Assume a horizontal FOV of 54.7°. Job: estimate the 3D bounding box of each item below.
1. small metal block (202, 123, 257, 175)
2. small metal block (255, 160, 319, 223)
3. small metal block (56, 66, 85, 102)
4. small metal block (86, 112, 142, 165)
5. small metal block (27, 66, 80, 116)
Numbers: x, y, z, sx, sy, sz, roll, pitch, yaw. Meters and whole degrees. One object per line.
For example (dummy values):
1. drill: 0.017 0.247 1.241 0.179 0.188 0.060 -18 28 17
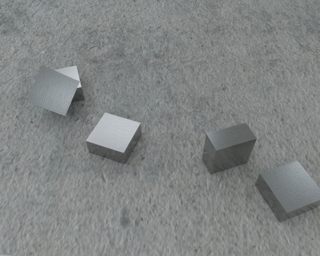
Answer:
1. small metal block: 0.080 0.025 0.367 0.050 0.050 0.025 -15 52 -13
2. small metal block: 0.144 0.070 0.346 0.050 0.025 0.050 -16 52 -14
3. small metal block: -0.142 -0.062 0.453 0.050 0.025 0.050 -14 51 -12
4. small metal block: -0.057 0.012 0.392 0.050 0.025 0.050 17 52 13
5. small metal block: -0.141 -0.050 0.414 0.050 0.050 0.025 23 4 -17
